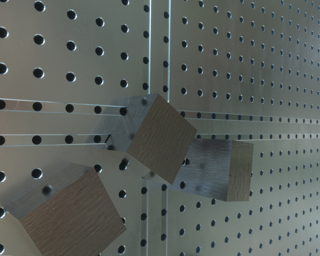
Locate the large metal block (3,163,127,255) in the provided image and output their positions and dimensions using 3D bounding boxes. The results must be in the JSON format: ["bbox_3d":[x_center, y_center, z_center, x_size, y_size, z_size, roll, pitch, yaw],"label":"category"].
[{"bbox_3d":[-0.094,0.093,0.316,0.081,0.050,0.080,-36,113,-34],"label":"large metal block"}]

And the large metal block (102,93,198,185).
[{"bbox_3d":[-0.010,0.014,0.387,0.080,0.050,0.080,41,65,-33],"label":"large metal block"}]

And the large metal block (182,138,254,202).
[{"bbox_3d":[0.082,0.058,0.445,0.050,0.080,0.080,11,83,-40],"label":"large metal block"}]
